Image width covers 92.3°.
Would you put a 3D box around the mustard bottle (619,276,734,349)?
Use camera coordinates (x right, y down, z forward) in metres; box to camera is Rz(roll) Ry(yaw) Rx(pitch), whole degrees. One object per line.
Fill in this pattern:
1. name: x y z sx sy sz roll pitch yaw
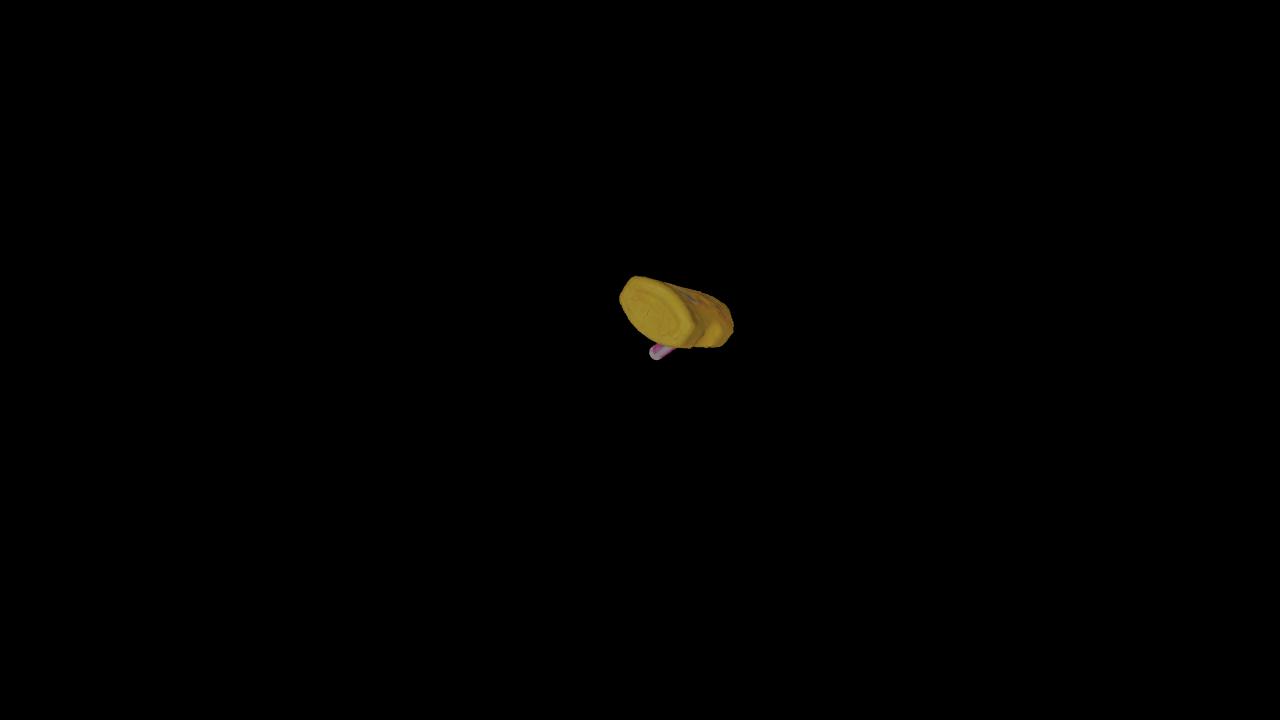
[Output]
1. mustard bottle: 0.057 -0.049 0.678 0.092 0.054 0.184 34 17 24

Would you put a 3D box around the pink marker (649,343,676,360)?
1. pink marker: 0.038 -0.021 0.719 0.020 0.020 0.121 0 -12 -18
